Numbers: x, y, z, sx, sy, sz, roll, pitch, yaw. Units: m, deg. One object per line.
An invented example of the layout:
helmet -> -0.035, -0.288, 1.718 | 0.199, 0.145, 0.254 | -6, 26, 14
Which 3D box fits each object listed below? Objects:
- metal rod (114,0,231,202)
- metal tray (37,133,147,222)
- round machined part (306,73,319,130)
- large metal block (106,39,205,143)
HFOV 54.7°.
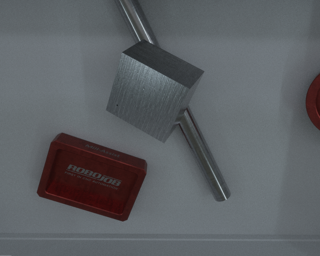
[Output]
metal rod -> 0.024, -0.027, 0.401 | 0.025, 0.025, 0.299 | -25, 109, 8
metal tray -> -0.093, 0.070, 0.433 | 0.131, 0.030, 0.089 | 19, 109, -8
round machined part -> 0.234, -0.036, 0.377 | 0.098, 0.042, 0.097 | 12, 114, 28
large metal block -> -0.007, -0.042, 0.358 | 0.080, 0.050, 0.079 | 30, 129, 7
